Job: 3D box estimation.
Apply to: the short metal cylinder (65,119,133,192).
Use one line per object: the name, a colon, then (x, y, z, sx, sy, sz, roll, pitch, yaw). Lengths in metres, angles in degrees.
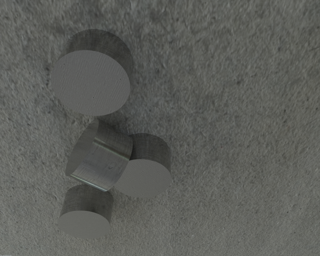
short metal cylinder: (-0.079, 0.035, 0.400, 0.050, 0.080, 0.080, 31, 123, -24)

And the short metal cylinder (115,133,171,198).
short metal cylinder: (-0.025, 0.053, 0.436, 0.081, 0.050, 0.079, -1, 130, 0)

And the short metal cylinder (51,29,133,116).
short metal cylinder: (-0.071, -0.060, 0.339, 0.081, 0.050, 0.079, 0, 130, 0)

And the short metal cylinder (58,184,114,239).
short metal cylinder: (-0.119, 0.137, 0.506, 0.081, 0.050, 0.079, 0, 130, 0)
